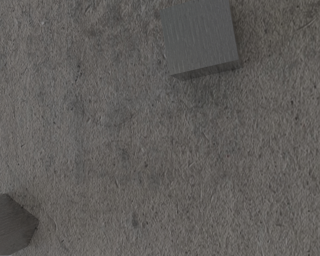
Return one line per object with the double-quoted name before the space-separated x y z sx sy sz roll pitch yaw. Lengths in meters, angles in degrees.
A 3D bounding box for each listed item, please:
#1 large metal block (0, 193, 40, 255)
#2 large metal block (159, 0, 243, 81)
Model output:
"large metal block" -0.248 0.149 0.467 0.080 0.080 0.050 31 100 17
"large metal block" 0.051 -0.108 0.377 0.080 0.050 0.080 -10 87 19
